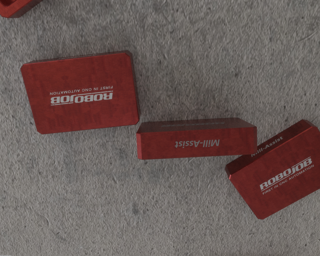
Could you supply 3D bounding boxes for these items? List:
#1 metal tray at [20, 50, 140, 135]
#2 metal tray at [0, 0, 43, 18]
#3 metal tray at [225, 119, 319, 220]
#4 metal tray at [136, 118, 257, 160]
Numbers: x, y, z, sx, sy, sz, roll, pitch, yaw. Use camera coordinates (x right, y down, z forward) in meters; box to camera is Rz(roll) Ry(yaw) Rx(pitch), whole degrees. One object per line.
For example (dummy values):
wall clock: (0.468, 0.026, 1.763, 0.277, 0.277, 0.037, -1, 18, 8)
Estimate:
metal tray: (-0.095, -0.044, 0.390, 0.131, 0.030, 0.089, -6, 110, 2)
metal tray: (-0.170, -0.198, 0.332, 0.090, 0.030, 0.130, -31, 108, 10)
metal tray: (0.170, 0.060, 0.430, 0.130, 0.030, 0.090, -33, 107, 11)
metal tray: (0.041, 0.010, 0.376, 0.131, 0.090, 0.030, -3, 99, 1)
